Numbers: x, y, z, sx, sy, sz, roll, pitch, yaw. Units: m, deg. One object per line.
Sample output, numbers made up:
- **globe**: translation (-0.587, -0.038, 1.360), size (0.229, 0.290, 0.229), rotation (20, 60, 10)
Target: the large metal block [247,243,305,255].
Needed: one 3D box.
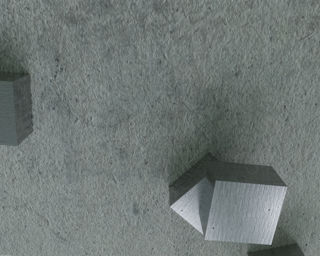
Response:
- **large metal block**: translation (0.185, 0.228, 0.466), size (0.080, 0.080, 0.050), rotation (-13, 110, 4)

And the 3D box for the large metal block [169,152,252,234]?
- **large metal block**: translation (0.070, 0.095, 0.432), size (0.080, 0.050, 0.080), rotation (43, 104, -14)

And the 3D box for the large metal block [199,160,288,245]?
- **large metal block**: translation (0.097, 0.090, 0.377), size (0.081, 0.050, 0.079), rotation (6, 110, -3)

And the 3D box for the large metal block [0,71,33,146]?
- **large metal block**: translation (-0.210, -0.027, 0.385), size (0.081, 0.050, 0.079), rotation (5, 110, -2)
